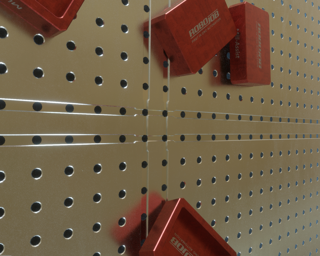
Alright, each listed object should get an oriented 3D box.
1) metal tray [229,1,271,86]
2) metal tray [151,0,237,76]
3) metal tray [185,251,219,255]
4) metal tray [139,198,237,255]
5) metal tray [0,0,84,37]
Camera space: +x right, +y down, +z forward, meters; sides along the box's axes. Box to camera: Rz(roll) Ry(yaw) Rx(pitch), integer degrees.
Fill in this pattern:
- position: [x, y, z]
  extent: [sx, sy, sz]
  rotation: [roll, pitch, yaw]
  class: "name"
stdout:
- position: [0.156, -0.140, 0.533]
  extent: [0.091, 0.030, 0.129]
  rotation: [-4, 93, -47]
  class: "metal tray"
- position: [0.055, -0.147, 0.454]
  extent: [0.131, 0.030, 0.090]
  rotation: [-45, 117, -31]
  class: "metal tray"
- position: [0.034, 0.233, 0.436]
  extent: [0.131, 0.030, 0.089]
  rotation: [7, 85, -40]
  class: "metal tray"
- position: [0.043, 0.169, 0.411]
  extent: [0.130, 0.030, 0.090]
  rotation: [48, 46, -14]
  class: "metal tray"
- position: [-0.131, -0.164, 0.296]
  extent: [0.130, 0.030, 0.090]
  rotation: [36, 68, -35]
  class: "metal tray"
